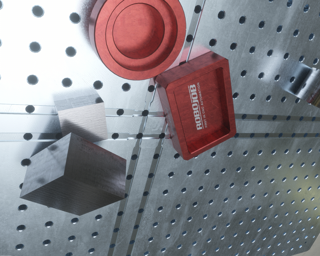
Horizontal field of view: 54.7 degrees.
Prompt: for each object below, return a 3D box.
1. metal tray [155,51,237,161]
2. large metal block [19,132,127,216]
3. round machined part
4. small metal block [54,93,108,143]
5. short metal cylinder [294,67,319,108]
[{"bbox_3d":[0.054,-0.027,0.422,0.091,0.030,0.129,-26,128,-12],"label":"metal tray"},{"bbox_3d":[-0.097,0.057,0.356,0.080,0.050,0.080,-27,137,31],"label":"large metal block"},{"bbox_3d":[-0.025,-0.103,0.324,0.099,0.042,0.097,-14,125,-21],"label":"round machined part"},{"bbox_3d":[-0.090,-0.008,0.358,0.050,0.025,0.050,-14,124,-21],"label":"small metal block"},{"bbox_3d":[0.264,-0.055,0.489,0.081,0.080,0.050,15,110,-35],"label":"short metal cylinder"}]
